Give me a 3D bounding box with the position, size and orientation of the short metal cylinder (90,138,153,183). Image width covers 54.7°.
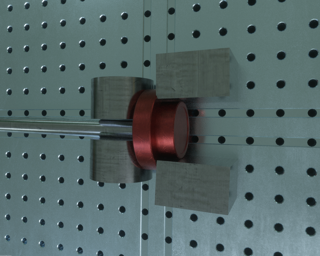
[{"bbox_3d":[-0.049,0.039,0.400,0.080,0.080,0.050,2,91,20],"label":"short metal cylinder"}]

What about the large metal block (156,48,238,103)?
[{"bbox_3d":[0.047,-0.058,0.367,0.080,0.080,0.050,0,90,20],"label":"large metal block"}]

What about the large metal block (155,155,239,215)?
[{"bbox_3d":[0.047,0.062,0.367,0.080,0.080,0.050,3,91,20],"label":"large metal block"}]

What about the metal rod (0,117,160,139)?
[{"bbox_3d":[-0.121,-0.001,0.443,0.301,0.025,0.025,2,91,24],"label":"metal rod"}]

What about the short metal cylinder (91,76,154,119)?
[{"bbox_3d":[-0.048,-0.036,0.400,0.080,0.080,0.050,1,91,20],"label":"short metal cylinder"}]

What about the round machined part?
[{"bbox_3d":[0.007,0.002,0.371,0.042,0.098,0.097,1,90,20],"label":"round machined part"}]
